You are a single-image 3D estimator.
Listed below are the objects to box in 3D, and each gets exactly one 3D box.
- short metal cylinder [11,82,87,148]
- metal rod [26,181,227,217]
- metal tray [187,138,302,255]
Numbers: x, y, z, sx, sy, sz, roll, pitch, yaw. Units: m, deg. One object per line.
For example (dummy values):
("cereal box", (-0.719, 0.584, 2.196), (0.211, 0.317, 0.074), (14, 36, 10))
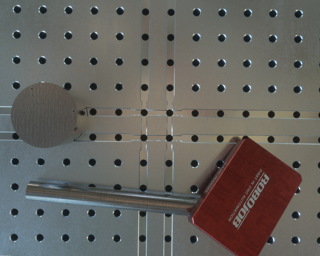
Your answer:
("short metal cylinder", (-0.140, -0.016, 0.400), (0.081, 0.050, 0.079), (0, 90, 0))
("metal rod", (-0.023, 0.098, 0.413), (0.302, 0.025, 0.025), (6, 90, 0))
("metal tray", (0.108, 0.090, 0.395), (0.090, 0.030, 0.130), (36, 76, 2))
